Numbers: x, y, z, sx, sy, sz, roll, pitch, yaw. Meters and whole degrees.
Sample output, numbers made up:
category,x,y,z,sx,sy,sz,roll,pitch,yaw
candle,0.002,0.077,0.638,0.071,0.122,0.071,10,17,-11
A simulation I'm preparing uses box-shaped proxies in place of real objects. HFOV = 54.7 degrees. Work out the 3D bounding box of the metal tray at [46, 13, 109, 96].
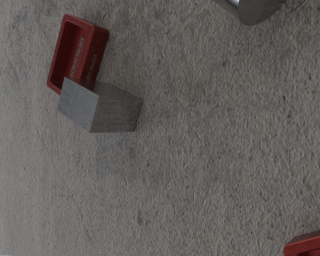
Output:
category,x,y,z,sx,sy,sz,roll,pitch,yaw
metal tray,-0.140,-0.114,0.517,0.090,0.030,0.129,33,110,35

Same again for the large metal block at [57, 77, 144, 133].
category,x,y,z,sx,sy,sz,roll,pitch,yaw
large metal block,-0.084,-0.032,0.439,0.080,0.081,0.050,29,108,36

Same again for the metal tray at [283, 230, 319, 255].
category,x,y,z,sx,sy,sz,roll,pitch,yaw
metal tray,0.182,0.121,0.251,0.130,0.030,0.090,-34,69,35

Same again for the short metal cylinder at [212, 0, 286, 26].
category,x,y,z,sx,sy,sz,roll,pitch,yaw
short metal cylinder,0.089,-0.147,0.296,0.050,0.081,0.080,51,120,28
